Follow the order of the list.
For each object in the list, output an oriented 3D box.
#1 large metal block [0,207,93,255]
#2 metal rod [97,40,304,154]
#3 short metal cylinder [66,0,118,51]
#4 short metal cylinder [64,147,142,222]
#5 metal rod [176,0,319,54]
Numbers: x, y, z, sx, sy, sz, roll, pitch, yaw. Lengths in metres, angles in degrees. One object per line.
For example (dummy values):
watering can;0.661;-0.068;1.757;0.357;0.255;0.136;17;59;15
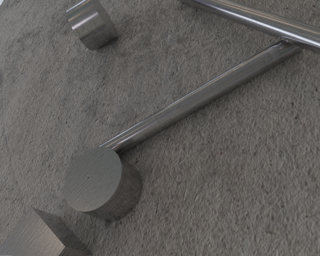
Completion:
large metal block;-0.142;0.155;0.367;0.080;0.050;0.080;28;77;37
metal rod;0.041;-0.033;0.402;0.300;0.025;0.025;-30;52;8
short metal cylinder;-0.118;-0.183;0.543;0.050;0.080;0.080;-27;52;11
short metal cylinder;-0.069;0.070;0.381;0.080;0.050;0.080;-13;56;21
metal rod;0.107;-0.157;0.422;0.025;0.025;0.300;-43;45;-2
